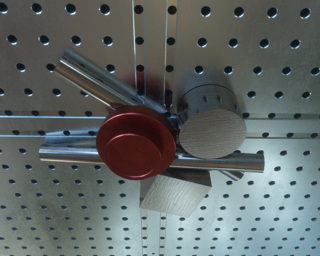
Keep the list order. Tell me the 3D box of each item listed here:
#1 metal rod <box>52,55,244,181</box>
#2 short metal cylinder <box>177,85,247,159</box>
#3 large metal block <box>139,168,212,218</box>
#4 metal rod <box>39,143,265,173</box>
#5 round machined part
[{"bbox_3d":[0.002,-0.001,0.411,0.301,0.025,0.025,31,123,-24],"label":"metal rod"},{"bbox_3d":[0.063,-0.007,0.389,0.081,0.050,0.079,0,130,0],"label":"short metal cylinder"},{"bbox_3d":[0.021,0.084,0.465,0.081,0.050,0.079,16,128,-13],"label":"large metal block"},{"bbox_3d":[-0.016,0.040,0.421,0.302,0.025,0.025,2,131,7],"label":"metal rod"},{"bbox_3d":[-0.030,0.025,0.377,0.099,0.042,0.097,3,122,4],"label":"round machined part"}]
